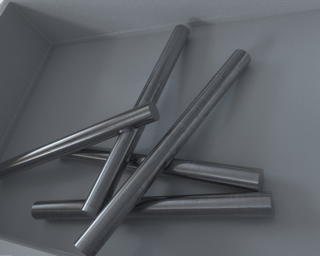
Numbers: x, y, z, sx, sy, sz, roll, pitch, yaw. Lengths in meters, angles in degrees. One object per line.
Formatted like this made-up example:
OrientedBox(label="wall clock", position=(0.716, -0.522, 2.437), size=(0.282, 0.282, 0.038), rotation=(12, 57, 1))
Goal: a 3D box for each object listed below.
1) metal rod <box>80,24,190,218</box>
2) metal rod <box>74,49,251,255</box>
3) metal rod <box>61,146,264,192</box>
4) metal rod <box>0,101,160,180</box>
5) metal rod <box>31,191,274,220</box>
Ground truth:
OrientedBox(label="metal rod", position=(-0.021, -0.027, 0.408), size=(0.025, 0.025, 0.300), rotation=(7, 59, 31))
OrientedBox(label="metal rod", position=(0.015, 0.016, 0.360), size=(0.025, 0.025, 0.301), rotation=(27, 68, 37))
OrientedBox(label="metal rod", position=(-0.027, 0.043, 0.390), size=(0.300, 0.025, 0.025), rotation=(5, 64, 30))
OrientedBox(label="metal rod", position=(-0.137, 0.028, 0.425), size=(0.300, 0.025, 0.025), rotation=(-20, 54, 22))
OrientedBox(label="metal rod", position=(-0.028, 0.093, 0.360), size=(0.301, 0.025, 0.025), rotation=(-8, 58, 23))
